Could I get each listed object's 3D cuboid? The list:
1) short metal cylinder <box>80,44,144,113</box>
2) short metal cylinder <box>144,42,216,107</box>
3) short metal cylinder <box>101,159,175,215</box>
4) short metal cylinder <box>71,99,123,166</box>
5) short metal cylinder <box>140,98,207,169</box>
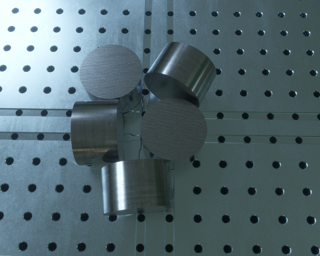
[{"bbox_3d":[-0.063,-0.065,0.421,0.080,0.050,0.080,0,70,1],"label":"short metal cylinder"},{"bbox_3d":[0.026,-0.066,0.407,0.080,0.080,0.050,27,72,9],"label":"short metal cylinder"},{"bbox_3d":[-0.026,0.070,0.356,0.081,0.080,0.050,-6,71,-2],"label":"short metal cylinder"},{"bbox_3d":[-0.074,0.005,0.381,0.050,0.080,0.080,-2,70,-1],"label":"short metal cylinder"},{"bbox_3d":[0.016,0.008,0.395,0.081,0.050,0.080,0,70,-1],"label":"short metal cylinder"}]
